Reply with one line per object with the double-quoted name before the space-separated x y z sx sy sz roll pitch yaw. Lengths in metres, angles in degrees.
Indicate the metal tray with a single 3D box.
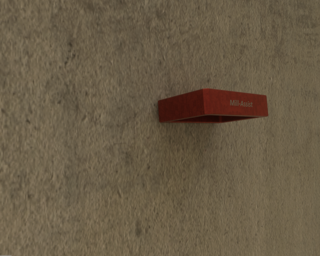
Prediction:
"metal tray" 0.074 -0.026 0.424 0.131 0.090 0.030 0 84 -40
